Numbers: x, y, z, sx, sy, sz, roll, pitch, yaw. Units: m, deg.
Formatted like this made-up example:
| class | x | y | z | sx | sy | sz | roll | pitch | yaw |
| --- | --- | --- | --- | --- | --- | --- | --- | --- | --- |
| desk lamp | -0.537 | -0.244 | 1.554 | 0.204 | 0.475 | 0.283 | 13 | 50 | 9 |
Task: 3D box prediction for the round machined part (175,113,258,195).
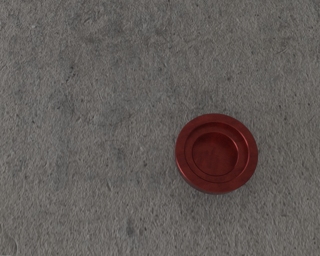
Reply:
| class | x | y | z | sx | sy | sz | roll | pitch | yaw |
| --- | --- | --- | --- | --- | --- | --- | --- | --- | --- |
| round machined part | 0.067 | 0.034 | 0.387 | 0.099 | 0.042 | 0.098 | 0 | 70 | 0 |
